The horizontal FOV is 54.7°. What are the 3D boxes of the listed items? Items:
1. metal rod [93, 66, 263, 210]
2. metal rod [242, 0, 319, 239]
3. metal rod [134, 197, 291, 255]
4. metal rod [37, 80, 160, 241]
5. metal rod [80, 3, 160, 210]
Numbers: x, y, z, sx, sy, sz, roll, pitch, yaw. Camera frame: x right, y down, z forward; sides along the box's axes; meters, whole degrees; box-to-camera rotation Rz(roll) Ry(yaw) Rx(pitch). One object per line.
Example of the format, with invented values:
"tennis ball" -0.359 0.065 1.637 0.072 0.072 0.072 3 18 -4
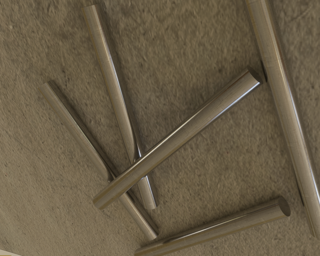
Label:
"metal rod" 0.003 0.029 0.398 0.025 0.025 0.299 46 121 -4
"metal rod" 0.141 -0.002 0.330 0.025 0.025 0.299 -11 113 32
"metal rod" 0.059 0.166 0.477 0.025 0.025 0.299 49 128 -7
"metal rod" -0.090 0.058 0.487 0.025 0.025 0.299 -23 107 36
"metal rod" -0.046 -0.011 0.422 0.025 0.025 0.298 0 119 28
